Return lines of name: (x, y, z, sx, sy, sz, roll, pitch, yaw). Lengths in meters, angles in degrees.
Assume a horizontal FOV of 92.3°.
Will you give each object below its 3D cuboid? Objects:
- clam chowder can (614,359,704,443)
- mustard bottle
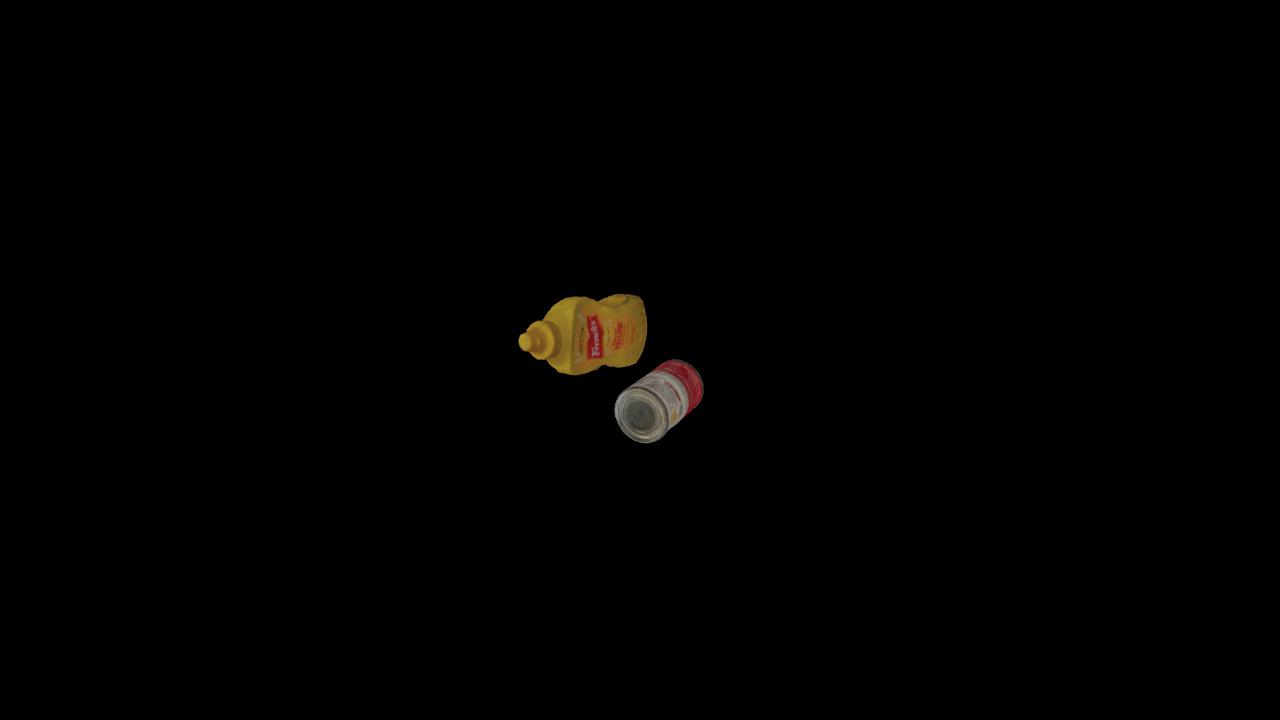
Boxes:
clam chowder can: (0.023, 0.046, 0.705, 0.068, 0.068, 0.102, 0, 17, 29)
mustard bottle: (-0.066, -0.028, 0.703, 0.054, 0.092, 0.184, 20, 18, 34)
